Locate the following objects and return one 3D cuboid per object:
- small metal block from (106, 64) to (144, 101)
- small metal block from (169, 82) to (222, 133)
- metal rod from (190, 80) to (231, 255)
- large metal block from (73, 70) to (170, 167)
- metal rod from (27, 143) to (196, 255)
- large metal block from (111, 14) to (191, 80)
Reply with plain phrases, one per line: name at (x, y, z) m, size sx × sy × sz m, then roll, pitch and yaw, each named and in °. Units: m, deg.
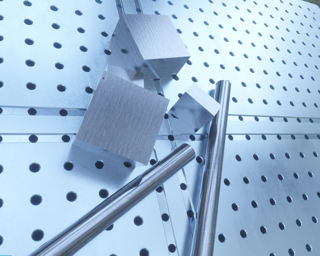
small metal block at (-0.049, -0.052, 0.413) m, size 0.050 × 0.025 × 0.050 m, roll 10°, pitch 58°, yaw -23°
small metal block at (0.049, -0.028, 0.435) m, size 0.050 × 0.050 × 0.025 m, roll 41°, pitch 51°, yaw -1°
metal rod at (0.072, 0.048, 0.417) m, size 0.025 × 0.025 × 0.300 m, roll 25°, pitch 53°, yaw -13°
large metal block at (-0.045, -0.007, 0.356) m, size 0.080 × 0.050 × 0.080 m, roll 23°, pitch 74°, yaw -15°
metal rod at (-0.064, 0.094, 0.315) m, size 0.302 × 0.025 × 0.025 m, roll -32°, pitch 80°, yaw -38°
large metal block at (-0.015, -0.119, 0.457) m, size 0.081 × 0.050 × 0.080 m, roll -13°, pitch 68°, yaw -34°
